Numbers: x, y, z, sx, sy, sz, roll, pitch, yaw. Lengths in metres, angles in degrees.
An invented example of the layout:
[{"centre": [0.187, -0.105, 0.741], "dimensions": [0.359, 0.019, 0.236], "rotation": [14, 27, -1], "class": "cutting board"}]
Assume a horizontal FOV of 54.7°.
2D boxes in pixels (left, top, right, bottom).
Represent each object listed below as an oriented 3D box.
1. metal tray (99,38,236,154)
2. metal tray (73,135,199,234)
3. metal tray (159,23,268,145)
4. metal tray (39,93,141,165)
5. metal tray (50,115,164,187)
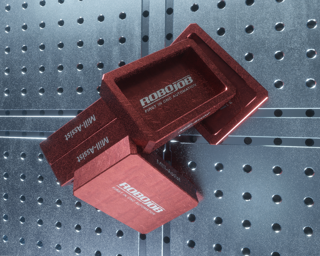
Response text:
[{"centre": [0.011, -0.041, 0.348], "dimensions": [0.131, 0.030, 0.090], "rotation": [-31, 76, -29], "class": "metal tray"}, {"centre": [-0.026, 0.074, 0.371], "dimensions": [0.090, 0.130, 0.030], "rotation": [-34, 38, 17], "class": "metal tray"}, {"centre": [0.057, -0.054, 0.388], "dimensions": [0.090, 0.030, 0.130], "rotation": [-45, 77, 14], "class": "metal tray"}, {"centre": [-0.078, 0.000, 0.404], "dimensions": [0.130, 0.090, 0.030], "rotation": [-34, 79, 16], "class": "metal tray"}, {"centre": [-0.062, 0.025, 0.397], "dimensions": [0.130, 0.090, 0.030], "rotation": [-34, 79, 16], "class": "metal tray"}]
